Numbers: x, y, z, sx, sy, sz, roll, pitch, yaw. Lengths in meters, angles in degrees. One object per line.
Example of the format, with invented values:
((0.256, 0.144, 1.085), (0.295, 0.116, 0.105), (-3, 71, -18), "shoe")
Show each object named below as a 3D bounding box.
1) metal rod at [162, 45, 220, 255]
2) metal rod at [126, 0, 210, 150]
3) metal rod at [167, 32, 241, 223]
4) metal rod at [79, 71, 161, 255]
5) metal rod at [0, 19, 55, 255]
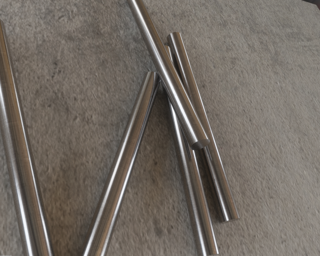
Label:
((0.029, 0.012, 0.413), (0.025, 0.025, 0.299), (4, 60, -27), "metal rod")
((0.000, -0.102, 0.443), (0.025, 0.025, 0.299), (-3, 56, -30), "metal rod")
((0.055, -0.017, 0.445), (0.025, 0.025, 0.299), (1, 61, -28), "metal rod")
((-0.043, 0.045, 0.354), (0.025, 0.025, 0.300), (25, 53, -13), "metal rod")
((-0.149, 0.007, 0.319), (0.025, 0.025, 0.299), (-8, 66, -32), "metal rod")
